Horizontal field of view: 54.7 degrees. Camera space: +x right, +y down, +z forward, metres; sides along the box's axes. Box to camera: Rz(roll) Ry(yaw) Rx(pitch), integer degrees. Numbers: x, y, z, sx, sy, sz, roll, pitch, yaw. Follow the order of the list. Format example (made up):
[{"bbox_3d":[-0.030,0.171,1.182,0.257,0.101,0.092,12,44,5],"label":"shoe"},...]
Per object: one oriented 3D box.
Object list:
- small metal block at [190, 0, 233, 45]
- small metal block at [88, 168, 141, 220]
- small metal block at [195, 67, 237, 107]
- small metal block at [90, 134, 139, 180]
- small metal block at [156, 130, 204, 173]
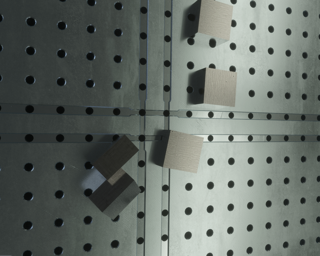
[{"bbox_3d":[0.073,-0.151,0.441,0.050,0.025,0.050,7,88,-20],"label":"small metal block"},{"bbox_3d":[-0.053,0.081,0.378,0.025,0.050,0.050,39,74,22],"label":"small metal block"},{"bbox_3d":[0.081,-0.057,0.444,0.050,0.025,0.050,5,89,-20],"label":"small metal block"},{"bbox_3d":[-0.057,0.035,0.378,0.050,0.050,0.025,-44,98,-15],"label":"small metal block"},{"bbox_3d":[0.028,0.032,0.424,0.050,0.025,0.050,13,86,-20],"label":"small metal block"}]
